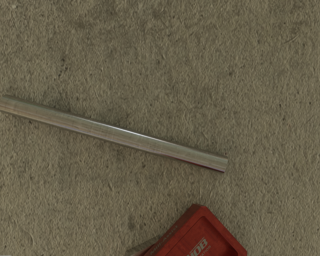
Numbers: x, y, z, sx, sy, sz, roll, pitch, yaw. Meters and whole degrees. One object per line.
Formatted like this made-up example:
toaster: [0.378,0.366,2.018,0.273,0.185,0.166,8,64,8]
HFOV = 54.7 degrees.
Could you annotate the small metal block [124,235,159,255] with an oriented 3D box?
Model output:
small metal block: [-0.013,0.179,0.410,0.050,0.025,0.050,-27,90,0]

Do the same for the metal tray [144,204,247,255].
metal tray: [0.035,0.172,0.388,0.130,0.030,0.090,-43,95,-16]

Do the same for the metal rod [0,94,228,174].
metal rod: [-0.059,0.008,0.409,0.302,0.025,0.025,16,90,-1]
